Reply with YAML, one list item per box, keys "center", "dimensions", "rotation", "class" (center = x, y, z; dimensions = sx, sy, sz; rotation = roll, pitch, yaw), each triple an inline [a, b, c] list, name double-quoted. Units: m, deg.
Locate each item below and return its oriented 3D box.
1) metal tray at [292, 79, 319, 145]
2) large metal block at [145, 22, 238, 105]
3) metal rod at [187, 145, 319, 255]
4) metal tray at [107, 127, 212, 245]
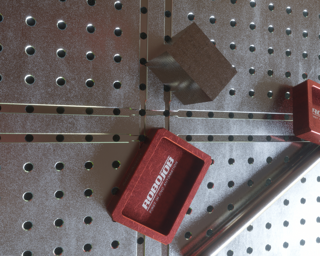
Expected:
- center: [0.274, -0.015, 0.499]
  dimensions: [0.131, 0.030, 0.090]
  rotation: [18, 66, -20]
  class: "metal tray"
- center: [0.037, -0.077, 0.398]
  dimensions: [0.080, 0.080, 0.050]
  rotation: [45, 76, -15]
  class: "large metal block"
- center: [0.160, 0.110, 0.473]
  dimensions: [0.302, 0.025, 0.025]
  rotation: [-34, 102, -17]
  class: "metal rod"
- center: [0.001, 0.075, 0.411]
  dimensions: [0.090, 0.030, 0.130]
  rotation: [32, 79, -18]
  class: "metal tray"
